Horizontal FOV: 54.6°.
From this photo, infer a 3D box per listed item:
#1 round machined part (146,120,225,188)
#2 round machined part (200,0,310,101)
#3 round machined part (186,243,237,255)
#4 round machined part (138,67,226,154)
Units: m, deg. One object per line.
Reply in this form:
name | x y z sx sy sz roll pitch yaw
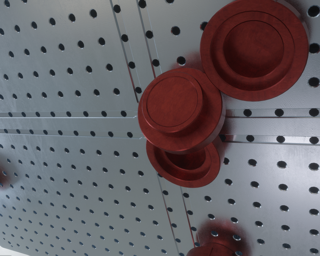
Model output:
round machined part | 0.035 0.025 0.398 0.098 0.042 0.097 13 124 21
round machined part | 0.092 -0.079 0.303 0.098 0.042 0.097 13 124 21
round machined part | 0.088 0.223 0.492 0.098 0.042 0.097 13 124 21
round machined part | 0.019 -0.023 0.341 0.098 0.042 0.098 -6 72 20
